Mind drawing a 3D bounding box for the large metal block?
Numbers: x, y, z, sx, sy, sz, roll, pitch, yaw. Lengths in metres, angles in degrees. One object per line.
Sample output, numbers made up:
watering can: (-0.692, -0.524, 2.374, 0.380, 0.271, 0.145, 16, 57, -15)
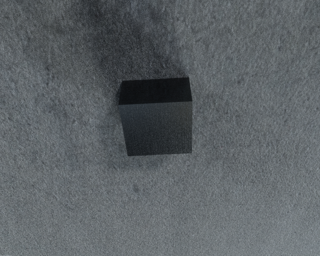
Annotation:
large metal block: (-0.003, -0.013, 0.380, 0.080, 0.050, 0.079, -3, 130, 2)
